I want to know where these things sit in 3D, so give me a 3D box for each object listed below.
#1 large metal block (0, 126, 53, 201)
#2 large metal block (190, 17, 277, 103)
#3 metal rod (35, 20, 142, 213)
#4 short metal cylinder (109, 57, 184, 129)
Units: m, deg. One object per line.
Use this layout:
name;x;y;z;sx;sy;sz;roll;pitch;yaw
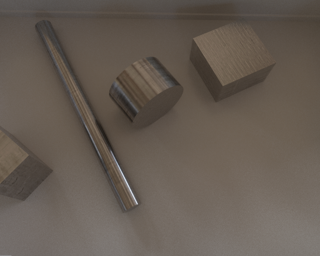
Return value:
large metal block;-0.185;0.036;0.365;0.080;0.080;0.050;37;74;12
large metal block;0.098;-0.094;0.432;0.080;0.050;0.080;-24;72;-9
metal rod;-0.104;-0.028;0.418;0.025;0.025;0.299;-27;72;-10
short metal cylinder;-0.017;-0.044;0.396;0.080;0.080;0.050;-35;74;-12
